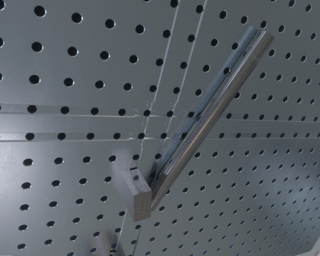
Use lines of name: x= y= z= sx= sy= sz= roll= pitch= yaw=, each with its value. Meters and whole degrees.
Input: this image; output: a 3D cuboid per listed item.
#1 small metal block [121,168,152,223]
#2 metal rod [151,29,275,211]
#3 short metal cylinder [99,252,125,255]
small metal block: x=-0.034 y=0.094 z=0.435 sx=0.025 sy=0.050 sz=0.050 roll=-12 pitch=124 yaw=-22
metal rod: x=0.062 y=-0.003 z=0.443 sx=0.025 sy=0.025 sz=0.299 roll=24 pitch=105 yaw=-37
short metal cylinder: x=-0.083 y=0.252 z=0.506 sx=0.081 sy=0.050 sz=0.079 roll=-14 pitch=124 yaw=-21
